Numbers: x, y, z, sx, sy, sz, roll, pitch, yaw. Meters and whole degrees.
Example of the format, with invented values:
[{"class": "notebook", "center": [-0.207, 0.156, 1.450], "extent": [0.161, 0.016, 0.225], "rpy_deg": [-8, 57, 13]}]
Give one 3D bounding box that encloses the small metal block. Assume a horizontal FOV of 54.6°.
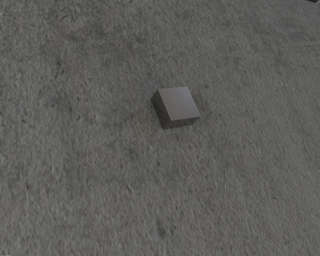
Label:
[{"class": "small metal block", "center": [0.022, -0.029, 0.432], "extent": [0.050, 0.025, 0.050], "rpy_deg": [-9, 66, -32]}]
